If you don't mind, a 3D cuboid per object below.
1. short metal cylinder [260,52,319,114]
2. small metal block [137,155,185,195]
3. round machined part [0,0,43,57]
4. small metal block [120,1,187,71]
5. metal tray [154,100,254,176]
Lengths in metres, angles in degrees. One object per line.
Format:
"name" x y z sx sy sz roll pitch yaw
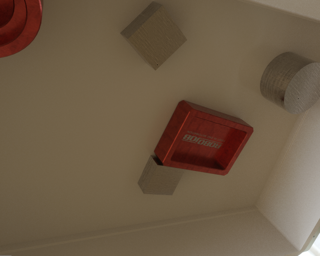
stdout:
"short metal cylinder" 0.199 -0.067 0.462 0.081 0.050 0.079 -14 125 -21
"small metal block" 0.002 0.070 0.455 0.050 0.025 0.050 11 113 -34
"round machined part" -0.143 -0.106 0.240 0.099 0.042 0.097 -9 139 -7
"small metal block" -0.006 -0.101 0.344 0.050 0.025 0.050 -44 130 2
"metal tray" 0.067 0.019 0.455 0.131 0.030 0.089 14 111 -35
